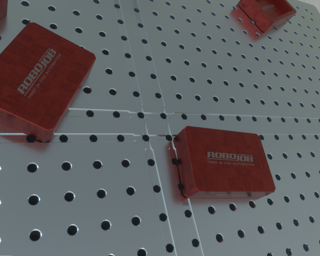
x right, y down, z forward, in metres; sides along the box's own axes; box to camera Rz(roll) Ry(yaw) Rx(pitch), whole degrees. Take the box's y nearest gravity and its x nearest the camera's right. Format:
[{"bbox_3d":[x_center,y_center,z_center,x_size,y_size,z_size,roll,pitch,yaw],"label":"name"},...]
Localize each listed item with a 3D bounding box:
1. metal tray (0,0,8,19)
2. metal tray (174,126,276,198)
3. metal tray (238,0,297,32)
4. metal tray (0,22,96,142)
[{"bbox_3d":[-0.263,-0.159,0.360,0.131,0.030,0.090,29,52,-10],"label":"metal tray"},{"bbox_3d":[0.089,0.048,0.425,0.131,0.030,0.090,6,59,-25],"label":"metal tray"},{"bbox_3d":[0.248,-0.275,0.710,0.131,0.030,0.090,-32,80,-38],"label":"metal tray"},{"bbox_3d":[-0.142,-0.057,0.364,0.090,0.030,0.130,27,52,-12],"label":"metal tray"}]
